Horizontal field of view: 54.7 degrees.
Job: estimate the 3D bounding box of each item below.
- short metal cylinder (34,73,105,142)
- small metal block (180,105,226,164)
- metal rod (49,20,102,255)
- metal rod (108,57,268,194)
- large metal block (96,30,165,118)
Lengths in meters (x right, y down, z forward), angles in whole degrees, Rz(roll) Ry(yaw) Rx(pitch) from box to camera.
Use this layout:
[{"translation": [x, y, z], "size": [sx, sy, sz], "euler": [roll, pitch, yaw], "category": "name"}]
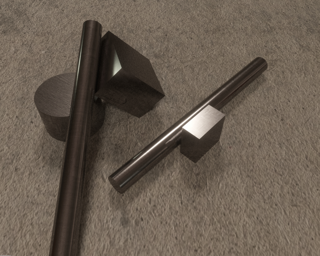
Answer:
[{"translation": [-0.117, -0.028, 0.409], "size": [0.081, 0.050, 0.080], "euler": [0, 50, 0], "category": "short metal cylinder"}, {"translation": [0.052, 0.008, 0.381], "size": [0.025, 0.050, 0.050], "euler": [36, 58, 26], "category": "small metal block"}, {"translation": [-0.090, 0.004, 0.345], "size": [0.025, 0.025, 0.299], "euler": [1, 66, 0], "category": "metal rod"}, {"translation": [0.054, -0.018, 0.419], "size": [0.025, 0.025, 0.302], "euler": [37, 58, 26], "category": "metal rod"}, {"translation": [-0.048, -0.071, 0.418], "size": [0.050, 0.080, 0.080], "euler": [-40, 49, 22], "category": "large metal block"}]
